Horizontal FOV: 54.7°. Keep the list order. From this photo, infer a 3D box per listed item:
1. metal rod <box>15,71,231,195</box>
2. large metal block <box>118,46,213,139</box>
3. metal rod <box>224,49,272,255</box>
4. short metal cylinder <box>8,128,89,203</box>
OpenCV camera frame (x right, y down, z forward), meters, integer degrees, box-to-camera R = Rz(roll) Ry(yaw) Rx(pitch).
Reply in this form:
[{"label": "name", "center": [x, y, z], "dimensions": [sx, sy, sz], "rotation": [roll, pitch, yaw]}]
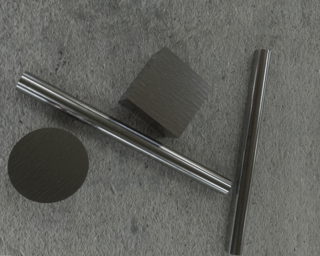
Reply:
[{"label": "metal rod", "center": [-0.032, 0.015, 0.397], "dimensions": [0.301, 0.025, 0.025], "rotation": [29, 81, -18]}, {"label": "large metal block", "center": [0.007, -0.043, 0.398], "dimensions": [0.080, 0.050, 0.080], "rotation": [38, 78, -16]}, {"label": "metal rod", "center": [0.130, 0.033, 0.457], "dimensions": [0.025, 0.025, 0.298], "rotation": [11, 86, -20]}, {"label": "short metal cylinder", "center": [-0.125, 0.039, 0.350], "dimensions": [0.081, 0.050, 0.080], "rotation": [0, 90, -20]}]
